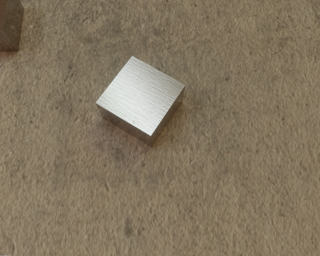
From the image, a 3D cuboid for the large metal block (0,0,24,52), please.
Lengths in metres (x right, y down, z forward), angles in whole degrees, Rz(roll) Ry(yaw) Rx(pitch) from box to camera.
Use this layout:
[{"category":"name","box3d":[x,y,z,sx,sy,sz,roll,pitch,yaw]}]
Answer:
[{"category":"large metal block","box3d":[-0.252,-0.158,0.450,0.081,0.050,0.080,-2,70,-1]}]

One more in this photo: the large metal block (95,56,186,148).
[{"category":"large metal block","box3d":[-0.024,-0.034,0.407,0.080,0.050,0.080,31,73,10]}]
